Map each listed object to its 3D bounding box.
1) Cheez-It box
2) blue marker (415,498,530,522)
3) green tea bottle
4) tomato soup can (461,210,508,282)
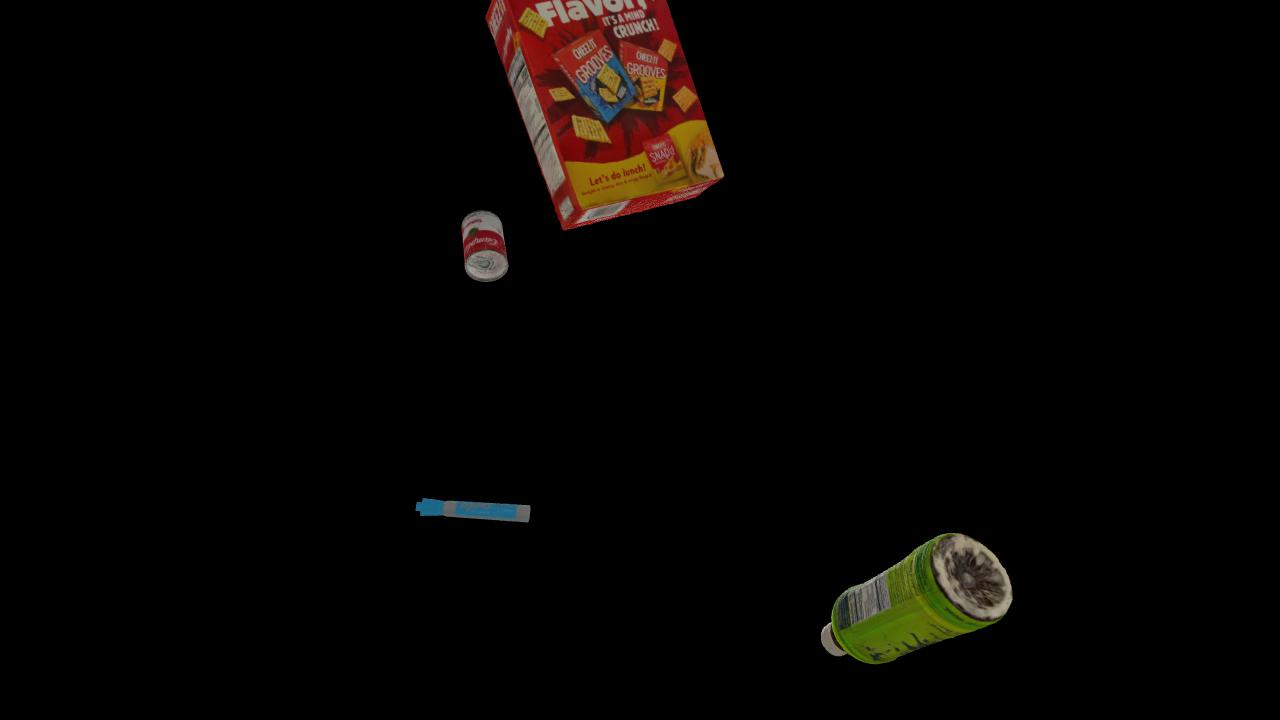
[{"bbox_3d":[-0.032,-0.255,0.596,0.166,0.223,0.071,-21,3,-26],"label":"Cheez-It box"},{"bbox_3d":[-0.182,0.164,0.672,0.121,0.020,0.020,7,-2,-13],"label":"blue marker"},{"bbox_3d":[0.221,0.219,0.537,0.073,0.073,0.212,0,-34,-18],"label":"green tea bottle"},{"bbox_3d":[-0.250,-0.185,0.990,0.068,0.101,0.068,-10,-37,-8],"label":"tomato soup can"}]
